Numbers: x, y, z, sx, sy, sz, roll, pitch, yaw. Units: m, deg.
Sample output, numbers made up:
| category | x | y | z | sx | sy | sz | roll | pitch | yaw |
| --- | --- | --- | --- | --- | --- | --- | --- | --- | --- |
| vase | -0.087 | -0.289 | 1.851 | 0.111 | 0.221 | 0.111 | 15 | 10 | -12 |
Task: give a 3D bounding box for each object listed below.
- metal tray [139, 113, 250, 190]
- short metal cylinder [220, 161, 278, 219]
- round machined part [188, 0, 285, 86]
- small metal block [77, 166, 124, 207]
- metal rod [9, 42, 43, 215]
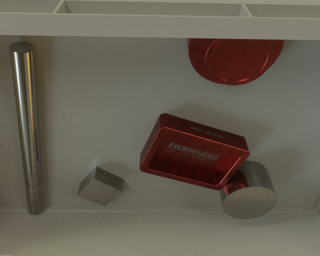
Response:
| category | x | y | z | sx | sy | sz | roll | pitch | yaw |
| --- | --- | --- | --- | --- | --- | --- | --- | --- | --- |
| metal tray | 0.047 | 0.037 | 0.438 | 0.131 | 0.030 | 0.089 | 16 | 128 | -14 |
| short metal cylinder | 0.133 | 0.096 | 0.477 | 0.081 | 0.050 | 0.079 | -1 | 130 | 0 |
| round machined part | 0.079 | -0.083 | 0.323 | 0.099 | 0.042 | 0.097 | 0 | 136 | 0 |
| small metal block | -0.093 | 0.093 | 0.487 | 0.050 | 0.025 | 0.050 | 31 | 123 | -24 |
| metal rod | -0.179 | 0.025 | 0.427 | 0.025 | 0.025 | 0.298 | 9 | 130 | -8 |
